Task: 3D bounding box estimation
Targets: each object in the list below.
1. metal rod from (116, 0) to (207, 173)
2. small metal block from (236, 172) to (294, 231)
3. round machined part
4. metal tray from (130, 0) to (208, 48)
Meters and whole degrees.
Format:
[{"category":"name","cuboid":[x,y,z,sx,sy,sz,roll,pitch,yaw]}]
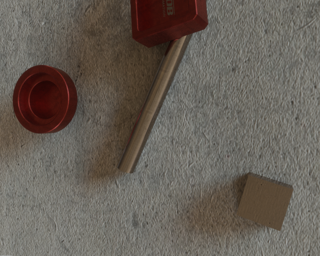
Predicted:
[{"category":"metal rod","cuboid":[0.011,-0.079,0.405,0.025,0.025,0.298,26,98,18]},{"category":"small metal block","cuboid":[0.123,0.085,0.366,0.050,0.025,0.050,17,96,19]},{"category":"round machined part","cuboid":[-0.163,-0.041,0.457,0.098,0.042,0.097,0,90,20]},{"category":"metal tray","cuboid":[0.007,-0.176,0.385,0.090,0.030,0.129,-10,79,31]}]
